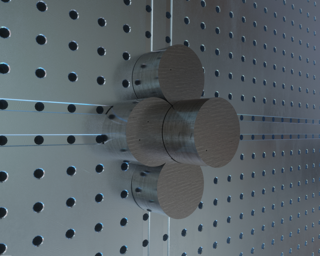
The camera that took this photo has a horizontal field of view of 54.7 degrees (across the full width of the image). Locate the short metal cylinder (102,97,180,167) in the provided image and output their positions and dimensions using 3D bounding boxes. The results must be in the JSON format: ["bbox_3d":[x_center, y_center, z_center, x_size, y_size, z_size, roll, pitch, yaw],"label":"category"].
[{"bbox_3d":[-0.021,0.004,0.374,0.081,0.050,0.079,0,90,-40],"label":"short metal cylinder"}]

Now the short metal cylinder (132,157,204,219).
[{"bbox_3d":[0.011,0.073,0.401,0.081,0.050,0.080,2,87,-40],"label":"short metal cylinder"}]

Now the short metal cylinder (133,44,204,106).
[{"bbox_3d":[0.012,-0.063,0.402,0.081,0.050,0.079,0,90,-41],"label":"short metal cylinder"}]

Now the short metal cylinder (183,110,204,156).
[{"bbox_3d":[0.045,0.005,0.429,0.081,0.050,0.079,0,90,-40],"label":"short metal cylinder"}]

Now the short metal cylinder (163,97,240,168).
[{"bbox_3d":[0.050,0.005,0.368,0.081,0.050,0.079,0,90,-40],"label":"short metal cylinder"}]
